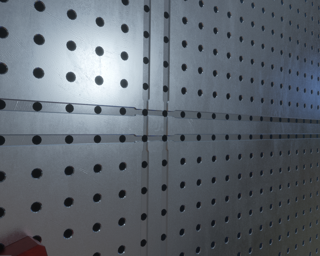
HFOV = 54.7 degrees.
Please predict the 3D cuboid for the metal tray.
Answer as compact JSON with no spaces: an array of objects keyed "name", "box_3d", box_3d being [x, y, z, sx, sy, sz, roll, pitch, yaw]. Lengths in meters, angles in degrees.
[{"name":"metal tray","box_3d":[-0.159,0.169,0.273,0.131,0.030,0.089,-20,103,-39]}]
